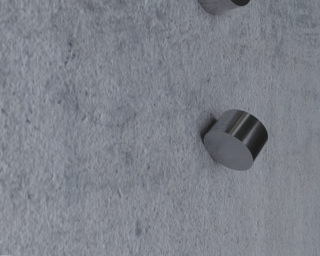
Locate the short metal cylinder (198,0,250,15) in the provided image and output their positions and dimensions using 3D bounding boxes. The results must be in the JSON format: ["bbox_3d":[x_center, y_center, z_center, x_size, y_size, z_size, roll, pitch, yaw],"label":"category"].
[{"bbox_3d":[0.097,-0.220,0.472,0.081,0.050,0.079,0,90,-40],"label":"short metal cylinder"}]

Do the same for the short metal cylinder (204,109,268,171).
[{"bbox_3d":[0.114,0.018,0.467,0.050,0.080,0.080,-48,119,-30],"label":"short metal cylinder"}]
